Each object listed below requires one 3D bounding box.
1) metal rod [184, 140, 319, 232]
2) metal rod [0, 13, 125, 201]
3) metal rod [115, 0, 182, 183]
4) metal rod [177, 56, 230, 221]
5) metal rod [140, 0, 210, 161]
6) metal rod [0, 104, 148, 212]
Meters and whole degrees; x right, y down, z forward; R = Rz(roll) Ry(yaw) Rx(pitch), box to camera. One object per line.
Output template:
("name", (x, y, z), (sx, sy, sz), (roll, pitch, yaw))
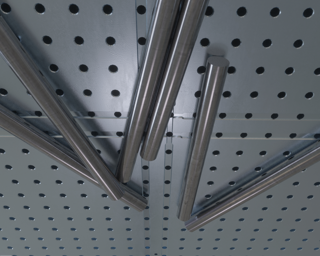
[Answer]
("metal rod", (0.154, 0.092, 0.490), (0.025, 0.025, 0.299), (35, 122, -26))
("metal rod", (-0.122, -0.012, 0.386), (0.025, 0.025, 0.299), (-18, 124, 14))
("metal rod", (-0.021, -0.037, 0.379), (0.025, 0.025, 0.298), (11, 129, -9))
("metal rod", (0.053, 0.038, 0.444), (0.025, 0.025, 0.298), (3, 130, -3))
("metal rod", (0.019, -0.072, 0.349), (0.025, 0.025, 0.298), (10, 129, -9))
("metal rod", (-0.131, 0.045, 0.448), (0.025, 0.025, 0.301), (-35, 122, 26))
